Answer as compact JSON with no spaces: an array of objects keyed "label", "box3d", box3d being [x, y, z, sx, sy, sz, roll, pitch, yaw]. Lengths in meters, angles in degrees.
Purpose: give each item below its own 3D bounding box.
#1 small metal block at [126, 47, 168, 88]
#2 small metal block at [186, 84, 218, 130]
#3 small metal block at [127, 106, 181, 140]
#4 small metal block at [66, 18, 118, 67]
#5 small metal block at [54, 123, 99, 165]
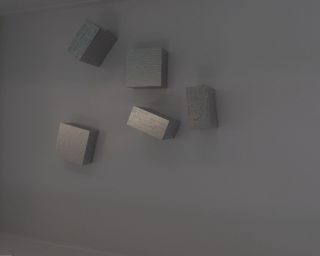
[{"label":"small metal block","box3d":[-0.018,-0.079,0.417,0.050,0.025,0.050,1,90,20]},{"label":"small metal block","box3d":[0.052,-0.024,0.379,0.025,0.050,0.050,-6,88,20]},{"label":"small metal block","box3d":[-0.007,-0.007,0.399,0.050,0.050,0.025,24,98,18]},{"label":"small metal block","box3d":[-0.093,-0.116,0.430,0.025,0.050,0.050,40,103,15]},{"label":"small metal block","box3d":[-0.122,0.022,0.454,0.050,0.025,0.050,15,95,19]}]
